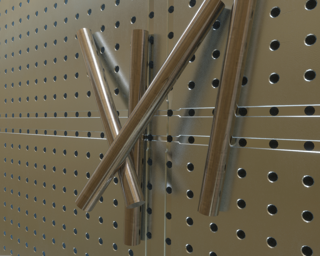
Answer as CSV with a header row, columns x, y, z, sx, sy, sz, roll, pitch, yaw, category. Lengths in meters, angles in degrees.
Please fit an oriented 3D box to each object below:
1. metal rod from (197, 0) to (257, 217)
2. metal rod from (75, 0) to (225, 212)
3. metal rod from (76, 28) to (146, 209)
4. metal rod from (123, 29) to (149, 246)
x,y,z,sx,sy,sz,roll,pitch,yaw,category
0.078,-0.048,0.345,0.025,0.025,0.298,14,99,39,metal rod
-0.017,-0.023,0.379,0.025,0.025,0.299,39,100,33,metal rod
-0.078,-0.030,0.452,0.025,0.025,0.299,-39,60,33,metal rod
-0.034,0.014,0.438,0.025,0.025,0.298,4,93,40,metal rod
